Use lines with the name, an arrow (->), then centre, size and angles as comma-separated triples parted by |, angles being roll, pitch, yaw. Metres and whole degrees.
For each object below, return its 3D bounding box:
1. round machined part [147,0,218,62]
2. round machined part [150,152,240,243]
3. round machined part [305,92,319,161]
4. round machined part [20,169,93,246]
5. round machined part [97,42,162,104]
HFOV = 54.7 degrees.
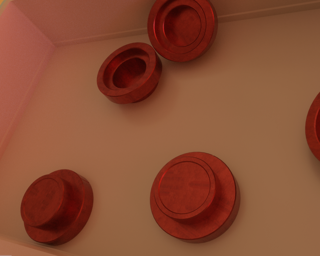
round machined part -> 0.035, -0.145, 0.443 | 0.098, 0.042, 0.097 | 6, 106, 23
round machined part -> 0.033, 0.070, 0.334 | 0.098, 0.042, 0.098 | -13, 56, 20
round machined part -> 0.188, -0.003, 0.279 | 0.098, 0.042, 0.098 | -42, 38, 45
round machined part -> -0.141, 0.099, 0.406 | 0.098, 0.042, 0.098 | -13, 56, 20
round machined part -> -0.041, -0.076, 0.462 | 0.098, 0.042, 0.098 | -13, 56, 20
